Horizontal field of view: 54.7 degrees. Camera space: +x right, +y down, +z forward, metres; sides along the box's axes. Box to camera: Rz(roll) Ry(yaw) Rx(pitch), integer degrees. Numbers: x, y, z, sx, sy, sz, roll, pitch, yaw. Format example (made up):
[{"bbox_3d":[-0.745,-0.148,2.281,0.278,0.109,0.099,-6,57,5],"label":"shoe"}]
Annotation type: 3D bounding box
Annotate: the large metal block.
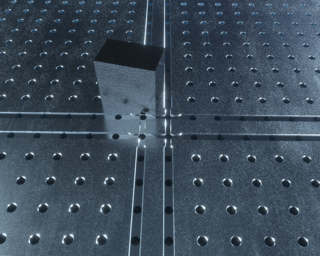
[{"bbox_3d":[-0.039,-0.070,0.430,0.080,0.080,0.050,11,51,9],"label":"large metal block"}]
